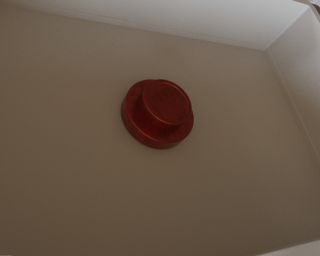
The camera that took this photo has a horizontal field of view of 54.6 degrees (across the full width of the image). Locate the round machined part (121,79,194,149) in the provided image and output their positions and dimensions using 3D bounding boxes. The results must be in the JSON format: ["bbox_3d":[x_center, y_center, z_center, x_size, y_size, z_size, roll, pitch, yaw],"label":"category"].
[{"bbox_3d":[0.002,-0.025,0.407,0.099,0.042,0.098,13,56,-21],"label":"round machined part"}]
